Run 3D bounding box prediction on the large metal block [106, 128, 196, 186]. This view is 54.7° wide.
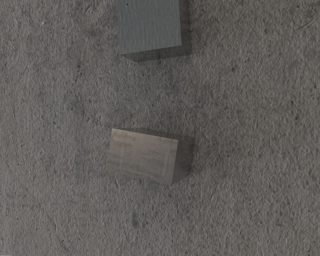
[{"bbox_3d":[-0.008,0.031,0.382,0.080,0.080,0.050,10,94,19],"label":"large metal block"}]

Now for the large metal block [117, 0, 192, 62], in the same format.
[{"bbox_3d":[-0.006,-0.134,0.398,0.080,0.050,0.080,-4,89,20],"label":"large metal block"}]
